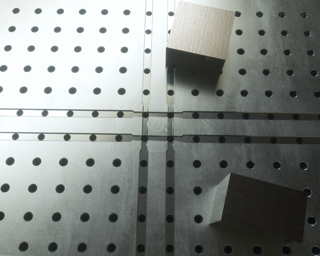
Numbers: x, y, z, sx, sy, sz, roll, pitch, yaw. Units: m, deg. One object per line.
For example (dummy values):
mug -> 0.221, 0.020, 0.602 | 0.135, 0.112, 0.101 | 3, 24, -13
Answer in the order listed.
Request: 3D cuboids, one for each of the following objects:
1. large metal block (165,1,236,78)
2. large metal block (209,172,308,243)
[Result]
large metal block -> 0.057, -0.126, 0.445 | 0.080, 0.050, 0.080 | 13, 71, 5
large metal block -> 0.106, 0.092, 0.349 | 0.080, 0.080, 0.050 | 14, 71, 5
